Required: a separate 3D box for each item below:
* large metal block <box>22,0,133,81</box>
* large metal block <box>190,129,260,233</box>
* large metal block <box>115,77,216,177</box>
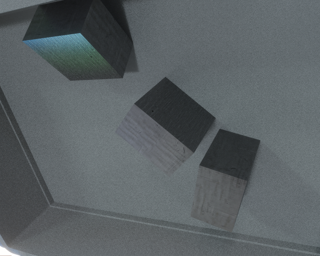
[{"bbox_3d":[-0.090,-0.098,0.355,0.080,0.050,0.080,2,157,27],"label":"large metal block"},{"bbox_3d":[0.078,0.060,0.369,0.050,0.080,0.079,17,125,18],"label":"large metal block"},{"bbox_3d":[0.009,-0.004,0.366,0.080,0.080,0.050,40,129,1],"label":"large metal block"}]
